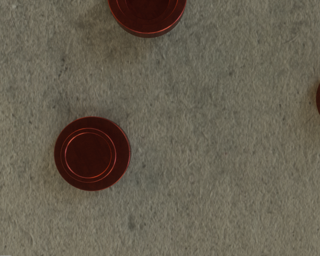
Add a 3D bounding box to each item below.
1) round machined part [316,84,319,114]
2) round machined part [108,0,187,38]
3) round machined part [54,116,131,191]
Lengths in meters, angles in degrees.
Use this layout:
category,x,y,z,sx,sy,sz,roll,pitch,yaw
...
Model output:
category,x,y,z,sx,sy,sz,roll,pitch,yaw
round machined part,0.264,-0.040,0.405,0.099,0.042,0.097,0,90,-1
round machined part,-0.016,-0.165,0.401,0.099,0.042,0.097,0,90,-1
round machined part,-0.088,0.033,0.400,0.099,0.042,0.097,0,90,-1
